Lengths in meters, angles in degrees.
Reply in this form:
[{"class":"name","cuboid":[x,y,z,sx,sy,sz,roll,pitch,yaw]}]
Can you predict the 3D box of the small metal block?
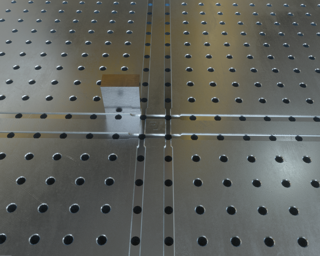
[{"class":"small metal block","cuboid":[-0.053,-0.047,0.431,0.050,0.050,0.025,0,50,-1]}]
